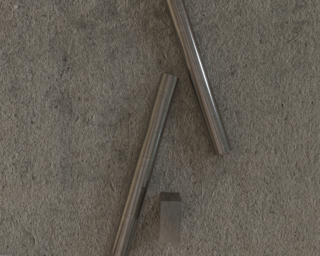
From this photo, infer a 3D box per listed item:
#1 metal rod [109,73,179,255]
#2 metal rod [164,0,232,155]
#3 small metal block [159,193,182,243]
[{"bbox_3d":[-0.028,0.075,0.409,0.025,0.025,0.298,16,90,0],"label":"metal rod"},{"bbox_3d":[0.037,-0.110,0.410,0.025,0.025,0.298,-18,90,0],"label":"metal rod"},{"bbox_3d":[0.013,0.113,0.398,0.025,0.050,0.050,2,90,0],"label":"small metal block"}]
